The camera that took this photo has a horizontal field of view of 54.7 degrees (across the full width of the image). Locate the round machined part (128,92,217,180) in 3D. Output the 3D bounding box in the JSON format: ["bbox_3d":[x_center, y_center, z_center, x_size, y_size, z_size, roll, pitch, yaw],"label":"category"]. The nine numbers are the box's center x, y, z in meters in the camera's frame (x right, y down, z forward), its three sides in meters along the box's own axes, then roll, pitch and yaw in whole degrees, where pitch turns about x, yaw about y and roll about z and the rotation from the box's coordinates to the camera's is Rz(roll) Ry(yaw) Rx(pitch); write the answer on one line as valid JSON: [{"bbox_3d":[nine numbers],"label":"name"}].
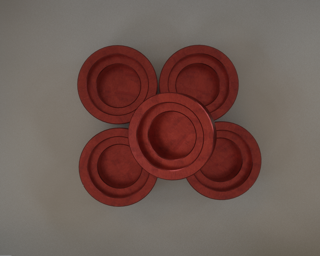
[{"bbox_3d":[0.016,0.008,0.359,0.098,0.042,0.097,2,95,18],"label":"round machined part"}]

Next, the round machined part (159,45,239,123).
[{"bbox_3d":[0.048,-0.054,0.402,0.099,0.042,0.097,0,90,-1],"label":"round machined part"}]

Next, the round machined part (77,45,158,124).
[{"bbox_3d":[-0.052,-0.053,0.400,0.099,0.042,0.097,0,90,-1],"label":"round machined part"}]

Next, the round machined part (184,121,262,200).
[{"bbox_3d":[0.076,0.040,0.402,0.099,0.042,0.097,0,90,-1],"label":"round machined part"}]

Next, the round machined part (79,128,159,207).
[{"bbox_3d":[-0.051,0.048,0.401,0.099,0.042,0.097,0,90,-1],"label":"round machined part"}]
